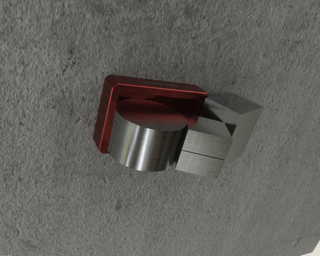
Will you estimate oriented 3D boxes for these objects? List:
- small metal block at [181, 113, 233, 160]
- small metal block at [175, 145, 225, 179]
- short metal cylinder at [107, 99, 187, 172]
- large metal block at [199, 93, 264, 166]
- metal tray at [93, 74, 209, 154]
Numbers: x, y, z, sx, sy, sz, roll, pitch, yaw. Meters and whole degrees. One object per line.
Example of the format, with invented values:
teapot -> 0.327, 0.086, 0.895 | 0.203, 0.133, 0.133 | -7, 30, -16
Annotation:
small metal block -> 0.051, 0.009, 0.358 | 0.050, 0.050, 0.025 | 13, 113, -6
small metal block -> 0.045, 0.031, 0.368 | 0.050, 0.050, 0.025 | 13, 113, -6
short metal cylinder -> -0.015, 0.006, 0.351 | 0.081, 0.080, 0.050 | 1, 118, -29
large metal block -> 0.090, 0.001, 0.423 | 0.081, 0.050, 0.079 | -16, 130, -52
metal tray -> -0.011, -0.014, 0.391 | 0.131, 0.030, 0.089 | 2, 118, -30
